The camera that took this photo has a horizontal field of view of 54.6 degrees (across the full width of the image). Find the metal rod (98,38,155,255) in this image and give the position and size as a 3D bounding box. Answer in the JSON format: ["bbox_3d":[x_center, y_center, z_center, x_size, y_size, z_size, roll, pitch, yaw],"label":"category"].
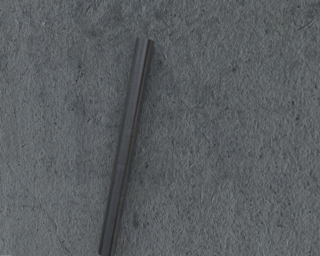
[{"bbox_3d":[-0.047,0.029,0.426,0.025,0.025,0.298,12,94,19],"label":"metal rod"}]
